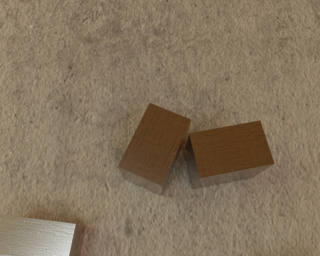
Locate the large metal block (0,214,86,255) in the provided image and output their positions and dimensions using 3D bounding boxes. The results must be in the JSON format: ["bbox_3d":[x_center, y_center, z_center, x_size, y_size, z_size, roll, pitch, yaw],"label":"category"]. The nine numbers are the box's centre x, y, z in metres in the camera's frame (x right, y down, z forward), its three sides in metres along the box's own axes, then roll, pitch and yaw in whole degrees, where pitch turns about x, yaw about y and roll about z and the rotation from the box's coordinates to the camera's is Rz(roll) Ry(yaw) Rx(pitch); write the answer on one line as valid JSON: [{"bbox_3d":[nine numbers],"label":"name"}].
[{"bbox_3d":[-0.135,0.143,0.341,0.080,0.050,0.080,7,70,2],"label":"large metal block"}]

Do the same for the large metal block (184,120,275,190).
[{"bbox_3d":[0.076,0.035,0.367,0.081,0.080,0.050,-10,71,-4],"label":"large metal block"}]

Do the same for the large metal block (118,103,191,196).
[{"bbox_3d":[-0.005,0.029,0.368,0.050,0.080,0.080,23,72,8],"label":"large metal block"}]
